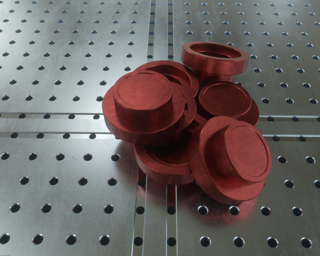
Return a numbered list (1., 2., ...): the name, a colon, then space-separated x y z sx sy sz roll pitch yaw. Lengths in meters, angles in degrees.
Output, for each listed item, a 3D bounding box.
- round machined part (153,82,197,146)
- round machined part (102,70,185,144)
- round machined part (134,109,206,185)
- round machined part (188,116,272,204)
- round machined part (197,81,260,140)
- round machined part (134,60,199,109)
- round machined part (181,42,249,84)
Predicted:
1. round machined part: -0.002 -0.015 0.409 0.099 0.042 0.098 0 50 0
2. round machined part: -0.020 -0.031 0.368 0.099 0.042 0.098 0 50 0
3. round machined part: 0.019 0.026 0.375 0.099 0.042 0.098 0 50 0
4. round machined part: 0.083 0.031 0.339 0.099 0.042 0.098 15 61 -28
5. round machined part: 0.085 -0.026 0.419 0.099 0.042 0.098 0 50 0
6. round machined part: 0.004 -0.049 0.438 0.099 0.042 0.098 0 50 0
7. round machined part: 0.079 -0.095 0.463 0.099 0.042 0.098 6 29 -3
